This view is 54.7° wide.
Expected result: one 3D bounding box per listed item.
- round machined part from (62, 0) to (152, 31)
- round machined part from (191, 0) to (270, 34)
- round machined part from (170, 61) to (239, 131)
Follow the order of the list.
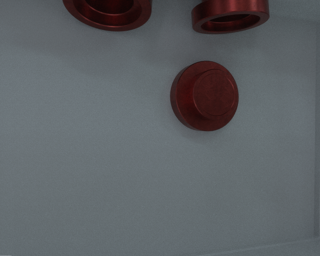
[{"bbox_3d":[-0.057,-0.155,0.352,0.099,0.098,0.042,9,75,-20],"label":"round machined part"},{"bbox_3d":[0.090,-0.157,0.404,0.099,0.098,0.042,-5,92,-20],"label":"round machined part"},{"bbox_3d":[0.067,-0.044,0.426,0.099,0.042,0.097,0,90,-20],"label":"round machined part"}]
